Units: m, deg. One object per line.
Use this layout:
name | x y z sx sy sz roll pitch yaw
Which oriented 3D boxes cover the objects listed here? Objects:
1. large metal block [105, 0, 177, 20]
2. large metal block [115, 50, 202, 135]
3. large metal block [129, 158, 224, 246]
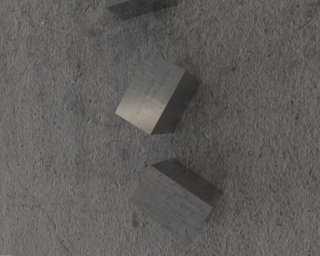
large metal block | -0.029 -0.198 0.406 0.080 0.050 0.080 -9 87 19
large metal block | 0.001 -0.039 0.379 0.050 0.080 0.080 32 100 17
large metal block | 0.024 0.082 0.371 0.080 0.080 0.050 32 101 17
